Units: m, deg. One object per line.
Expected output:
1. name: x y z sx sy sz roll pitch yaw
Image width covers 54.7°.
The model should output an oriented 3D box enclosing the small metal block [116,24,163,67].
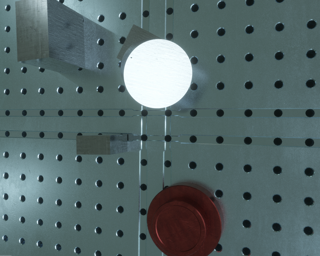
1. small metal block: -0.022 -0.104 0.420 0.050 0.025 0.050 32 100 17

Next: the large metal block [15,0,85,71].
1. large metal block: -0.151 -0.128 0.435 0.050 0.080 0.079 -3 89 20

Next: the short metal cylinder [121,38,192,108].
1. short metal cylinder: -0.006 -0.069 0.381 0.081 0.050 0.079 -4 108 -11

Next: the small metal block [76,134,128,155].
1. small metal block: -0.079 0.022 0.426 0.050 0.050 0.025 -1 90 19

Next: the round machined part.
1. round machined part: 0.028 0.121 0.393 0.098 0.042 0.097 0 90 19
